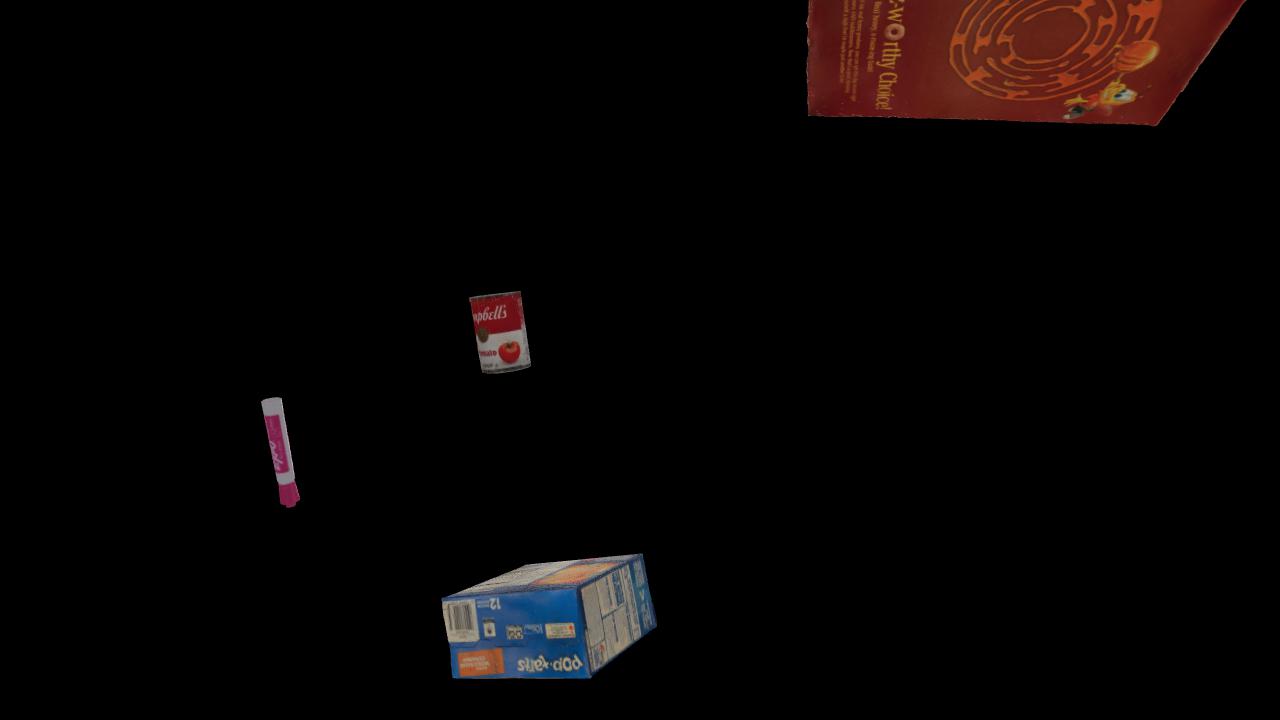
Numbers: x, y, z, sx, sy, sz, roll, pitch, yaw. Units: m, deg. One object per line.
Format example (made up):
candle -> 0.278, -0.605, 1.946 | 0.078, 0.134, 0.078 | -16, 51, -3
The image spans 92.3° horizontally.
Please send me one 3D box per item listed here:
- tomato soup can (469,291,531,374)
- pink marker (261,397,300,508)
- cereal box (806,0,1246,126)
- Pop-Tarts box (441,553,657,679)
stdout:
tomato soup can -> -0.184, -0.037, 0.813 | 0.068, 0.101, 0.068 | -7, 9, 1
pink marker -> -0.383, 0.100, 0.656 | 0.020, 0.121, 0.020 | -3, 12, 1
cereal box -> 0.297, -0.294, 0.504 | 0.306, 0.081, 0.203 | 8, -20, 19
Pop-Tarts box -> -0.091, 0.265, 0.643 | 0.167, 0.083, 0.141 | -14, -9, 25
